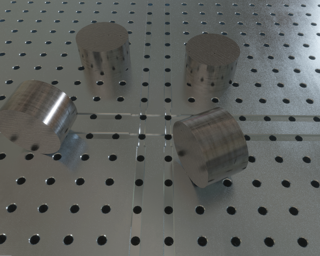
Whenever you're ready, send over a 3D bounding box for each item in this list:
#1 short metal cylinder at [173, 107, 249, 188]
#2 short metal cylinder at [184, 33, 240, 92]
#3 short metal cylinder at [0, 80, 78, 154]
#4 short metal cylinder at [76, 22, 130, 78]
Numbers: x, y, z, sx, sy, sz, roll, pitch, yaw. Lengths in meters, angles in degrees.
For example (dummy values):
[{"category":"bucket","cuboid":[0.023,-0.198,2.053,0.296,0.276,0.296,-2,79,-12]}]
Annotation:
[{"category":"short metal cylinder","cuboid":[0.055,0.022,0.354,0.050,0.080,0.080,-20,53,-16]},{"category":"short metal cylinder","cuboid":[0.078,-0.102,0.478,0.081,0.050,0.080,0,50,0]},{"category":"short metal cylinder","cuboid":[-0.150,-0.012,0.380,0.080,0.080,0.050,10,51,8]},{"category":"short metal cylinder","cuboid":[-0.089,-0.126,0.496,0.081,0.050,0.080,0,50,0]}]
